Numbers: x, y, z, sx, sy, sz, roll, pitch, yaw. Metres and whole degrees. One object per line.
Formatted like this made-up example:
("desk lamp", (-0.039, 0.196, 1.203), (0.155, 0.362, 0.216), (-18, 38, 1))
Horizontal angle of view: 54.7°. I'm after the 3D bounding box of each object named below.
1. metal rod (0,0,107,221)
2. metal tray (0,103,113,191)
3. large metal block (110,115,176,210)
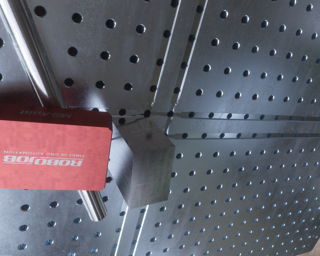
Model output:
("metal rod", (-0.110, 0.002, 0.352), (0.025, 0.025, 0.298), (-22, 127, -15))
("metal tray", (-0.121, 0.023, 0.330), (0.131, 0.030, 0.089), (4, 123, -14))
("large metal block", (-0.026, 0.039, 0.385), (0.050, 0.080, 0.079), (-8, 122, -24))
